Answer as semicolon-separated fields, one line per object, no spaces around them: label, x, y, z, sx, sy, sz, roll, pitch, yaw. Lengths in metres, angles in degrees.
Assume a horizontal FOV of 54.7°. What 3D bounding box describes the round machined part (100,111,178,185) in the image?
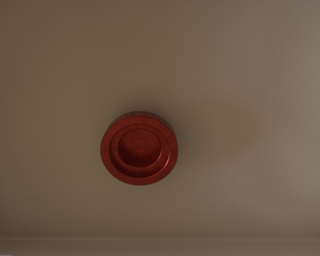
round machined part;-0.026;0.023;0.411;0.099;0.042;0.097;0;110;-1
